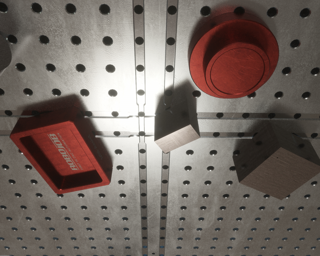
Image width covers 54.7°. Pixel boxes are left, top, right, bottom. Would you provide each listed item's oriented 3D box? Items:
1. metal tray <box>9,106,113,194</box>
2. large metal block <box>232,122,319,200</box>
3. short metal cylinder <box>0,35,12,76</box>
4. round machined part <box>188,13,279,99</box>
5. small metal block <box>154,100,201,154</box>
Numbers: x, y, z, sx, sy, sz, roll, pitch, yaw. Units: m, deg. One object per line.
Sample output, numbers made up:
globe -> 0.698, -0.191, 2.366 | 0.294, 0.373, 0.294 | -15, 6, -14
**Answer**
metal tray -> -0.133, 0.037, 0.437 | 0.090, 0.030, 0.129 | -13, 129, 10
large metal block -> 0.165, 0.049, 0.440 | 0.080, 0.050, 0.080 | 24, 126, -20
short metal cylinder -> -0.201, -0.072, 0.311 | 0.080, 0.080, 0.050 | 36, 121, -27
round machined part -> 0.081, -0.071, 0.341 | 0.099, 0.042, 0.097 | -1, 130, 0
small metal block -> 0.021, -0.002, 0.394 | 0.050, 0.050, 0.025 | -26, 126, 20
